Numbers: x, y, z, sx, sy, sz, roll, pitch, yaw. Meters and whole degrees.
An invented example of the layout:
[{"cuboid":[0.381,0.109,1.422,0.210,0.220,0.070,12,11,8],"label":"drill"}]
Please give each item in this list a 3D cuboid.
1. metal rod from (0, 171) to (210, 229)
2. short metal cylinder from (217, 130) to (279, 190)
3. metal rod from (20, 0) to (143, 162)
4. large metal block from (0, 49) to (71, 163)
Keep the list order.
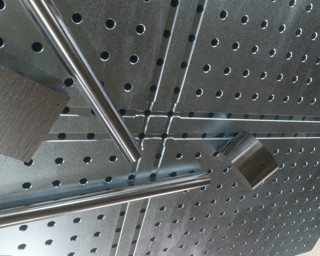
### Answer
[{"cuboid":[-0.061,0.095,0.436,0.303,0.025,0.025,-6,121,-26],"label":"metal rod"},{"cuboid":[0.135,0.050,0.480,0.050,0.080,0.080,-40,130,-1],"label":"short metal cylinder"},{"cuboid":[-0.087,-0.068,0.321,0.025,0.025,0.299,-33,129,-7],"label":"metal rod"},{"cuboid":[-0.148,-0.023,0.300,0.080,0.050,0.080,28,103,-38],"label":"large metal block"}]
